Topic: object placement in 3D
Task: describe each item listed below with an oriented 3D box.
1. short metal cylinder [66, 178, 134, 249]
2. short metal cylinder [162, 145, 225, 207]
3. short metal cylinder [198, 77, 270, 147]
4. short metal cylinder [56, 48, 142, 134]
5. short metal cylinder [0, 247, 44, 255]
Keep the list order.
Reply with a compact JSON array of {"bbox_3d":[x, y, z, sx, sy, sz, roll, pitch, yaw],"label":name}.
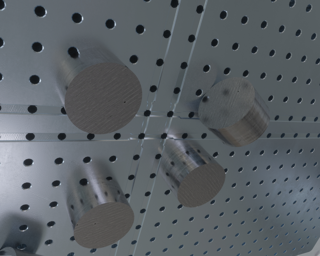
[{"bbox_3d":[-0.082,0.116,0.422,0.081,0.050,0.079,-14,124,-21],"label":"short metal cylinder"},{"bbox_3d":[0.050,0.072,0.467,0.081,0.050,0.079,-14,124,-21],"label":"short metal cylinder"},{"bbox_3d":[0.099,-0.021,0.417,0.080,0.080,0.050,-47,129,4],"label":"short metal cylinder"},{"bbox_3d":[-0.066,-0.040,0.334,0.081,0.050,0.079,-14,124,-21],"label":"short metal cylinder"},{"bbox_3d":[-0.187,0.200,0.397,0.080,0.080,0.050,-47,129,5],"label":"short metal cylinder"}]
